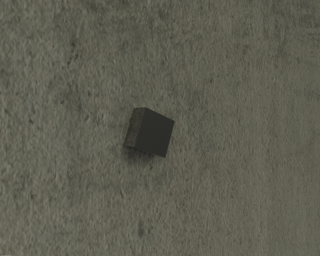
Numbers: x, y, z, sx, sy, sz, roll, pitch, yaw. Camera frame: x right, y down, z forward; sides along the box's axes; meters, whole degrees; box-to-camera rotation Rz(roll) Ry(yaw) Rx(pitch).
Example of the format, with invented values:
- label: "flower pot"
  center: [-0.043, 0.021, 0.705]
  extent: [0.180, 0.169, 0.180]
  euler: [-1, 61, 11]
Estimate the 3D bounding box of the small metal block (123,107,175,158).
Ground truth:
- label: "small metal block"
  center: [-0.013, 0.006, 0.393]
  extent: [0.050, 0.025, 0.050]
  euler: [24, 75, -37]
